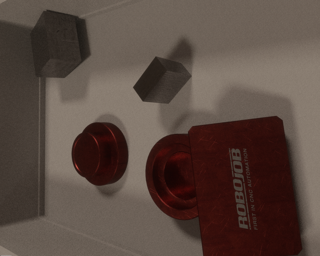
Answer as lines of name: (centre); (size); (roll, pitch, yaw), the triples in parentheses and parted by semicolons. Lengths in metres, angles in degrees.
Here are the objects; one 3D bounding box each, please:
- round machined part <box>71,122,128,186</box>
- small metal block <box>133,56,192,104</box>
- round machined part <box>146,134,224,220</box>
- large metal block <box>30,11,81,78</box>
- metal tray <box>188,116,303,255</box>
round machined part: (-0.098, 0.040, 0.474); (0.098, 0.042, 0.097); (0, 90, 39)
small metal block: (0.003, -0.058, 0.386); (0.050, 0.050, 0.025); (-49, 61, 28)
round machined part: (0.033, 0.055, 0.367); (0.098, 0.042, 0.097); (0, 90, 39)
large metal block: (-0.178, -0.137, 0.523); (0.080, 0.050, 0.080); (-21, 77, 51)
metal tray: (0.081, 0.058, 0.308); (0.090, 0.030, 0.129); (-7, 85, 7)
